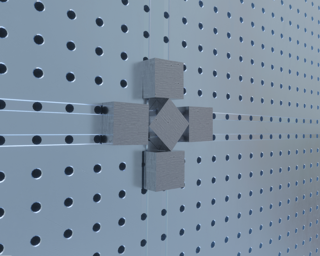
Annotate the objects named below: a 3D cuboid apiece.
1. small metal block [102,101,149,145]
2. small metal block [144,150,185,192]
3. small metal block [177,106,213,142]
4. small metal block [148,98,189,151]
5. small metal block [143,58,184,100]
[{"bbox_3d":[-0.041,-0.005,0.376,0.050,0.025,0.050,2,89,-40],"label":"small metal block"},{"bbox_3d":[0.006,0.056,0.416,0.050,0.025,0.050,0,90,-40],"label":"small metal block"},{"bbox_3d":[0.051,-0.005,0.454,0.050,0.025,0.050,0,90,-40],"label":"small metal block"},{"bbox_3d":[0.005,-0.004,0.415,0.050,0.025,0.050,50,61,-29],"label":"small metal block"},{"bbox_3d":[0.005,-0.064,0.415,0.050,0.025,0.050,-1,91,-40],"label":"small metal block"}]
